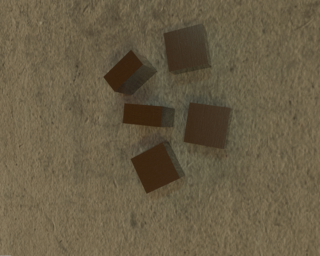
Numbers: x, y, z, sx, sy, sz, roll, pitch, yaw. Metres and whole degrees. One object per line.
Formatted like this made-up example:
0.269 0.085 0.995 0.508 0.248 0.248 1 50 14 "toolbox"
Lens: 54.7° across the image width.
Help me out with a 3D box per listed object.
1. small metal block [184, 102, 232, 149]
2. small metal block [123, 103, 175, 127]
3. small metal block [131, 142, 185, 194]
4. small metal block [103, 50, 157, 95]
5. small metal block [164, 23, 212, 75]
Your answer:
0.061 -0.003 0.387 0.050 0.025 0.050 10 93 19 "small metal block"
-0.013 -0.016 0.399 0.050 0.050 0.025 6 92 19 "small metal block"
-0.003 0.052 0.409 0.050 0.025 0.050 -28 81 17 "small metal block"
-0.038 -0.071 0.408 0.050 0.050 0.025 -41 77 15 "small metal block"
0.036 -0.099 0.396 0.050 0.025 0.050 -9 87 19 "small metal block"
